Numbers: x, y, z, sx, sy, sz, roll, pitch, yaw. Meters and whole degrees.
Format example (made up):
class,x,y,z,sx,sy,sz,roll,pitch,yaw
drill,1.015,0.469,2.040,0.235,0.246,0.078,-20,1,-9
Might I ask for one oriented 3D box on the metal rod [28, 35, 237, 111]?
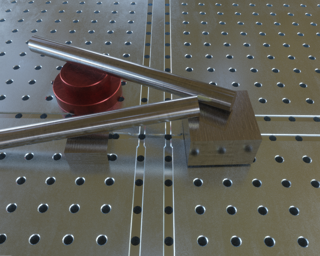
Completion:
class,x,y,z,sx,sy,sz,roll,pitch,yaw
metal rod,-0.049,-0.078,0.410,0.301,0.025,0.025,19,52,18

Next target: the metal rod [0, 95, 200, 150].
class,x,y,z,sx,sy,sz,roll,pitch,yaw
metal rod,-0.104,-0.001,0.372,0.302,0.025,0.025,-9,50,5

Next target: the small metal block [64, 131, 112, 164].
class,x,y,z,sx,sy,sz,roll,pitch,yaw
small metal block,-0.089,0.018,0.392,0.050,0.025,0.050,0,50,-1

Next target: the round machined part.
class,x,y,z,sx,sy,sz,roll,pitch,yaw
round machined part,-0.107,-0.068,0.452,0.099,0.042,0.098,0,50,0

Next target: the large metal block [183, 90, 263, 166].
class,x,y,z,sx,sy,sz,roll,pitch,yaw
large metal block,0.073,-0.001,0.389,0.081,0.050,0.080,-1,50,-2
